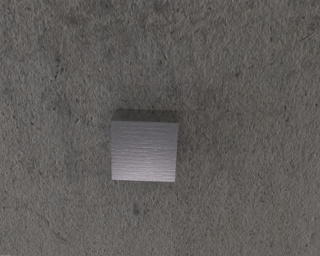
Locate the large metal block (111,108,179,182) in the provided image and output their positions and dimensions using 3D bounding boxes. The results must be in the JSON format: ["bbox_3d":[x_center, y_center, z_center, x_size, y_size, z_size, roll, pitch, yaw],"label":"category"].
[{"bbox_3d":[-0.020,0.021,0.404,0.080,0.050,0.079,2,110,-1],"label":"large metal block"}]
